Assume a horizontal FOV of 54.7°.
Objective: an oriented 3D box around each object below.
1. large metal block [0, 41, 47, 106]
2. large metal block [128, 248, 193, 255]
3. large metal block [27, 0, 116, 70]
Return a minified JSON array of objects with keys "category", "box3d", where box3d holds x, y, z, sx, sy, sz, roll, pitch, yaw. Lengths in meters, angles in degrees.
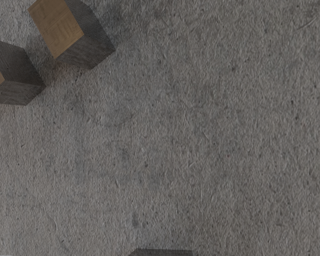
[{"category":"large metal block","box3d":[-0.232,-0.082,0.462,0.050,0.080,0.080,-37,78,16]},{"category":"large metal block","box3d":[0.000,0.205,0.396,0.080,0.050,0.080,-6,88,20]},{"category":"large metal block","box3d":[-0.117,-0.132,0.421,0.050,0.080,0.080,-34,79,17]}]
